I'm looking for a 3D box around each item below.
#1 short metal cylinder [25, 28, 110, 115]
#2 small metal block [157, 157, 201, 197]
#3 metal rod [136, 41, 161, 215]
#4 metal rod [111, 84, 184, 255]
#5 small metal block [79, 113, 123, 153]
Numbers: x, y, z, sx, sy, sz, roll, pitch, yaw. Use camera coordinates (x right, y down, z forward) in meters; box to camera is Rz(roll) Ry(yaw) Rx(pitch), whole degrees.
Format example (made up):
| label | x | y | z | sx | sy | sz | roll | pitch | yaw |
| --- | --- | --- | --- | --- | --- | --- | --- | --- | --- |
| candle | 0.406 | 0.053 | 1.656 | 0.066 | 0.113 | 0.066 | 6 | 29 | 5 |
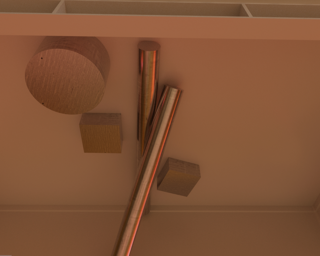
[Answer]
| label | x | y | z | sx | sy | sz | roll | pitch | yaw |
| --- | --- | --- | --- | --- | --- | --- | --- | --- | --- |
| short metal cylinder | -0.098 | -0.061 | 0.339 | 0.081 | 0.050 | 0.079 | 0 | 130 | 0 |
| small metal block | 0.028 | 0.076 | 0.474 | 0.050 | 0.025 | 0.050 | 16 | 128 | -14 |
| metal rod | -0.020 | 0.025 | 0.429 | 0.025 | 0.025 | 0.298 | 2 | 130 | -3 |
| metal rod | -0.027 | 0.089 | 0.405 | 0.025 | 0.025 | 0.298 | 15 | 104 | -13 |
| small metal block | -0.077 | 0.007 | 0.414 | 0.050 | 0.025 | 0.050 | 1 | 130 | -2 |
